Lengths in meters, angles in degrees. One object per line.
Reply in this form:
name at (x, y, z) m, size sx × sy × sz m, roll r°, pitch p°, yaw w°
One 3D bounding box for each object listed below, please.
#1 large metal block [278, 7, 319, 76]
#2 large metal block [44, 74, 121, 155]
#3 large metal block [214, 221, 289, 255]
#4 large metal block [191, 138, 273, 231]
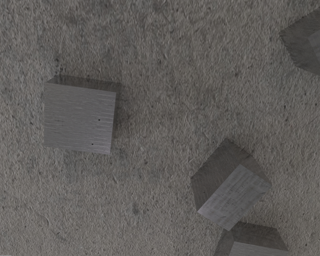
large metal block at (0.193, -0.105, 0.343) m, size 0.080 × 0.080 × 0.050 m, roll -32°, pitch 107°, yaw 11°
large metal block at (-0.096, -0.018, 0.389) m, size 0.081 × 0.050 × 0.079 m, roll 8°, pitch 110°, yaw -3°
large metal block at (0.133, 0.193, 0.469) m, size 0.080 × 0.050 × 0.079 m, roll 12°, pitch 110°, yaw -5°
large metal block at (0.089, 0.071, 0.407) m, size 0.050 × 0.080 × 0.080 m, roll 34°, pitch 107°, yaw -12°
